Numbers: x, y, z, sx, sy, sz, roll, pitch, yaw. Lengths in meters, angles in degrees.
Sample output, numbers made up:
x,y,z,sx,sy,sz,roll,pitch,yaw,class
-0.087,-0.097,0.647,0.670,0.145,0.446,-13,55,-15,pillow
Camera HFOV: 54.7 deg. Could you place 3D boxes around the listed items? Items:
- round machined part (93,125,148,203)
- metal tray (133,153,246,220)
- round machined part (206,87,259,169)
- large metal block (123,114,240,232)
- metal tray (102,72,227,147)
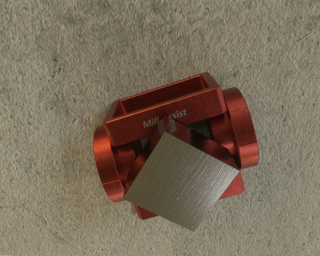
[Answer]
x,y,z,sx,sy,sz,roll,pitch,yaw,class
-0.044,0.040,0.386,0.042,0.098,0.097,-15,110,5,round machined part
0.033,0.064,0.399,0.131,0.090,0.030,-16,110,5,metal tray
0.082,0.003,0.374,0.042,0.098,0.097,-15,110,5,round machined part
0.019,0.045,0.316,0.080,0.050,0.080,28,107,-10,large metal block
0.004,-0.026,0.368,0.131,0.090,0.030,-17,109,6,metal tray
